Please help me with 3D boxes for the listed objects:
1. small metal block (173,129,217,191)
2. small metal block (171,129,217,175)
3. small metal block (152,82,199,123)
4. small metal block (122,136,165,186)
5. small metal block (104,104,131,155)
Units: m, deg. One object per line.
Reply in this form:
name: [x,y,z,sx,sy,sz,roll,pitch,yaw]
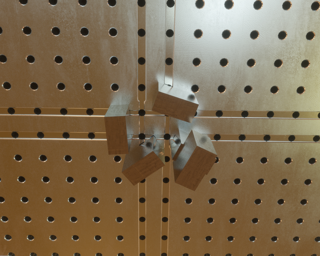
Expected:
small metal block: [0.039,0.036,0.361,0.025,0.050,0.050,26,108,-9]
small metal block: [0.043,0.031,0.412,0.050,0.050,0.025,25,108,-9]
small metal block: [0.018,-0.033,0.388,0.050,0.050,0.025,18,109,-7]
small metal block: [-0.021,0.043,0.416,0.050,0.050,0.025,-35,107,11]
small metal block: [-0.053,0.001,0.400,0.025,0.050,0.050,-3,110,1]
